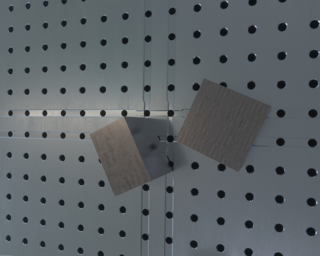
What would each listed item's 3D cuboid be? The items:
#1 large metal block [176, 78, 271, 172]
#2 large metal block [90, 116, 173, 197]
[{"bbox_3d":[0.077,-0.004,0.372,0.080,0.050,0.080,26,99,18],"label":"large metal block"},{"bbox_3d":[-0.033,0.033,0.396,0.050,0.080,0.080,-27,81,18],"label":"large metal block"}]
